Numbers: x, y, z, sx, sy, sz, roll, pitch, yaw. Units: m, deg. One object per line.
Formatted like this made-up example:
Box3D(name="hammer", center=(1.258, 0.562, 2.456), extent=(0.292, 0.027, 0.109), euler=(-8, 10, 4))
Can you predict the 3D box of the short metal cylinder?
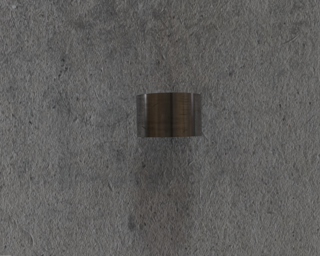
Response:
Box3D(name="short metal cylinder", center=(0.011, -0.015, 0.384), extent=(0.081, 0.080, 0.050), euler=(-1, 90, -1))
